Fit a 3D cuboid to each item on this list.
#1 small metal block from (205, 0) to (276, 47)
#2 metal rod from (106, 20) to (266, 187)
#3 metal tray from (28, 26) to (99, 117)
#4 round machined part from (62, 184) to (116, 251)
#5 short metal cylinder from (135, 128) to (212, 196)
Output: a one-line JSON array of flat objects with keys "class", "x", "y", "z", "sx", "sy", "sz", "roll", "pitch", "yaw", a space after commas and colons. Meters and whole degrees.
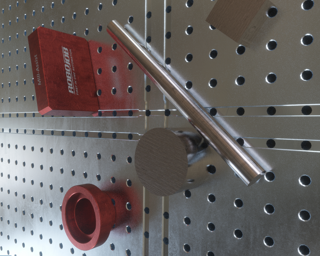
[{"class": "small metal block", "x": 0.086, "y": -0.125, "z": 0.337, "sx": 0.050, "sy": 0.025, "sz": 0.050, "roll": 47, "pitch": 118, "yaw": 29}, {"class": "metal rod", "x": 0.016, "y": -0.049, "z": 0.394, "sx": 0.300, "sy": 0.025, "sz": 0.025, "roll": 50, "pitch": 119, "yaw": 28}, {"class": "metal tray", "x": -0.150, "y": -0.085, "z": 0.487, "sx": 0.030, "sy": 0.091, "sz": 0.129, "roll": -19, "pitch": 78, "yaw": 38}, {"class": "round machined part", "x": -0.108, "y": 0.136, "z": 0.485, "sx": 0.098, "sy": 0.042, "sz": 0.097, "roll": 0, "pitch": 90, "yaw": 39}, {"class": "short metal cylinder", "x": 0.015, "y": 0.039, "z": 0.379, "sx": 0.080, "sy": 0.050, "sz": 0.079, "roll": 0, "pitch": 90, "yaw": 39}]
